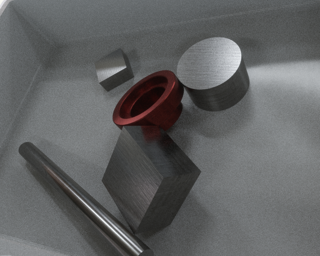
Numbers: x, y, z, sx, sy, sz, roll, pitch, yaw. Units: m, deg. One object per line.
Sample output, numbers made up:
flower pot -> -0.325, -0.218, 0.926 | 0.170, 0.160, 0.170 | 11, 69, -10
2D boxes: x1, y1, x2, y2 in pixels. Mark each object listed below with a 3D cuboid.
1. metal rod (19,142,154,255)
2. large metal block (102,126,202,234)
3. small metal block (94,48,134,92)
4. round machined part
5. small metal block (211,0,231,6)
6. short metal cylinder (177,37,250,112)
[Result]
metal rod -> -0.114, 0.079, 0.391 | 0.300, 0.025, 0.025 | 24, 75, 44
large metal block -> -0.013, 0.053, 0.338 | 0.080, 0.050, 0.079 | 48, 125, 38
small metal block -> -0.074, -0.094, 0.501 | 0.050, 0.025, 0.050 | -27, 52, 10
round machined part -> -0.010, -0.026, 0.402 | 0.098, 0.042, 0.098 | -28, 33, 20
small metal block -> 0.105, -0.229, 0.492 | 0.050, 0.025, 0.050 | -9, 58, 23
short metal cylinder -> 0.068, -0.068, 0.395 | 0.080, 0.050, 0.080 | -13, 56, 20
